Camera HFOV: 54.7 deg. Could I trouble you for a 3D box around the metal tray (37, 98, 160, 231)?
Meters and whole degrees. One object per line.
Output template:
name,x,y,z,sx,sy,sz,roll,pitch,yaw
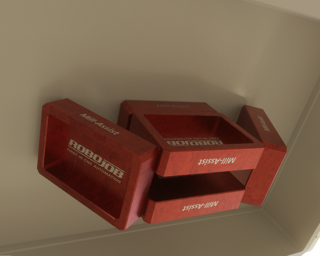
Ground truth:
metal tray,-0.071,0.035,0.324,0.030,0.130,0.089,-26,137,-55

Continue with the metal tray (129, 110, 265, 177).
metal tray,0.041,0.013,0.355,0.131,0.090,0.030,0,118,-29

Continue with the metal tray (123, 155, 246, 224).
metal tray,0.027,0.066,0.381,0.131,0.090,0.030,-1,118,-29

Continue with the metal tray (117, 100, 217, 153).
metal tray,0.007,0.011,0.414,0.131,0.030,0.089,-1,119,-29

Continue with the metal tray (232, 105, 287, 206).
metal tray,0.126,0.033,0.429,0.030,0.130,0.089,14,115,-2
